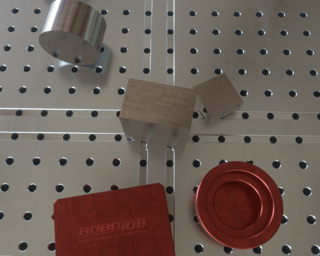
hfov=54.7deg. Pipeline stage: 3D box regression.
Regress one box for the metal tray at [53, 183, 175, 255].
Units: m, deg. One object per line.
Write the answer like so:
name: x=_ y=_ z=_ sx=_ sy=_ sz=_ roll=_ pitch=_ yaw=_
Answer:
metal tray: x=-0.053 y=0.121 z=0.364 sx=0.131 sy=0.030 sz=0.090 roll=-9 pitch=70 yaw=-3

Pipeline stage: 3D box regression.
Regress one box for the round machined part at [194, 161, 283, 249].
round machined part: x=0.090 y=0.092 z=0.370 sx=0.099 sy=0.042 sz=0.098 roll=0 pitch=70 yaw=0

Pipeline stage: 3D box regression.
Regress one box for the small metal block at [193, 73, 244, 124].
small metal block: x=0.078 y=-0.041 z=0.427 sx=0.050 sy=0.025 sz=0.050 roll=-25 pitch=72 yaw=-9

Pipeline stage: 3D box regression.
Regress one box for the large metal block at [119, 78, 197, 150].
large metal block: x=-0.001 y=-0.015 z=0.388 sx=0.080 sy=0.080 sz=0.050 roll=10 pitch=71 yaw=4

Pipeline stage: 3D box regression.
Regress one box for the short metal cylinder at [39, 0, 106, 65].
short metal cylinder: x=-0.119 y=-0.130 z=0.429 sx=0.080 sy=0.080 sz=0.050 roll=8 pitch=70 yaw=3
